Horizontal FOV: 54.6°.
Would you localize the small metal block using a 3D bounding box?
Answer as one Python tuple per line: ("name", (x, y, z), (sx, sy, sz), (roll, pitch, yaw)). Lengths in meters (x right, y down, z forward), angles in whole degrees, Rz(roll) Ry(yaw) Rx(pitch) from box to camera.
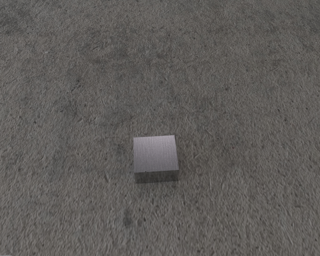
("small metal block", (-0.005, 0.037, 0.372), (0.050, 0.025, 0.050), (-3, 50, -3))
